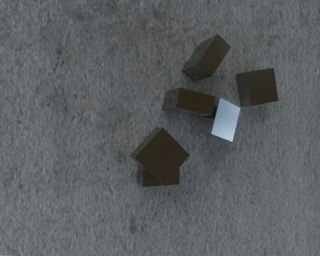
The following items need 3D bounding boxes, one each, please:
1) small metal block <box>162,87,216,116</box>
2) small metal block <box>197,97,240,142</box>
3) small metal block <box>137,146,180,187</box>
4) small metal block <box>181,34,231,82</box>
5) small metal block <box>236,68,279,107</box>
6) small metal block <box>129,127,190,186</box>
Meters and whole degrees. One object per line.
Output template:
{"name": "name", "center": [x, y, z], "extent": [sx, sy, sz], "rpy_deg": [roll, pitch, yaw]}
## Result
{"name": "small metal block", "center": [0.037, -0.033, 0.411], "extent": [0.050, 0.050, 0.025], "rpy_deg": [12, 86, -20]}
{"name": "small metal block", "center": [0.082, -0.012, 0.432], "extent": [0.050, 0.025, 0.050], "rpy_deg": [19, 83, -42]}
{"name": "small metal block", "center": [-0.002, 0.049, 0.409], "extent": [0.050, 0.025, 0.050], "rpy_deg": [0, 90, -20]}
{"name": "small metal block", "center": [0.061, -0.093, 0.420], "extent": [0.025, 0.050, 0.050], "rpy_deg": [37, 78, -17]}
{"name": "small metal block", "center": [0.146, -0.061, 0.465], "extent": [0.050, 0.025, 0.050], "rpy_deg": [-11, 94, -20]}
{"name": "small metal block", "center": [0.000, 0.034, 0.384], "extent": [0.050, 0.025, 0.050], "rpy_deg": [46, 76, -14]}
